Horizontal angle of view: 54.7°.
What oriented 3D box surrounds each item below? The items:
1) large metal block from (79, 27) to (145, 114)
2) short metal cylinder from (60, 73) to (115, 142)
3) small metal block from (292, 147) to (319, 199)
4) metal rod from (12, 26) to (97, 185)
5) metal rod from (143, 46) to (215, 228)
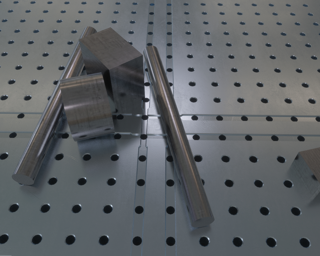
[{"bbox_3d":[-0.066,-0.082,0.440,0.050,0.080,0.080,-30,56,-23],"label":"large metal block"},{"bbox_3d":[-0.091,-0.027,0.394,0.050,0.080,0.080,-13,51,-10],"label":"short metal cylinder"},{"bbox_3d":[0.196,0.050,0.367,0.050,0.025,0.050,-11,51,-9],"label":"small metal block"},{"bbox_3d":[-0.140,-0.055,0.452,0.025,0.025,0.300,5,50,4],"label":"metal rod"},{"bbox_3d":[0.015,-0.014,0.418,0.025,0.025,0.300,-9,51,-8],"label":"metal rod"}]
